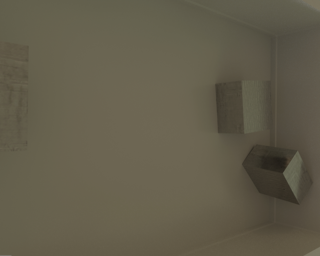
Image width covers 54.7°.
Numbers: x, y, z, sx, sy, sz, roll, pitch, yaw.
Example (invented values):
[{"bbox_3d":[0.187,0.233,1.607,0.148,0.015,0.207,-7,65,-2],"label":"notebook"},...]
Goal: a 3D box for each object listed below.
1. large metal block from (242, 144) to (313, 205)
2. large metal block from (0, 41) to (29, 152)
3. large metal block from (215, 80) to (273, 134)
[{"bbox_3d":[0.204,0.079,0.538,0.050,0.080,0.080,-47,119,-22],"label":"large metal block"},{"bbox_3d":[-0.145,-0.023,0.249,0.050,0.080,0.080,1,90,-40],"label":"large metal block"},{"bbox_3d":[0.138,-0.035,0.506,0.081,0.050,0.079,-7,95,-40],"label":"large metal block"}]
